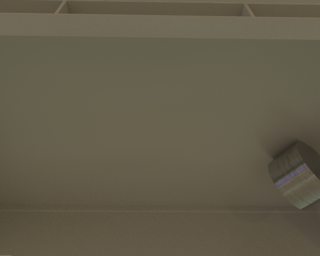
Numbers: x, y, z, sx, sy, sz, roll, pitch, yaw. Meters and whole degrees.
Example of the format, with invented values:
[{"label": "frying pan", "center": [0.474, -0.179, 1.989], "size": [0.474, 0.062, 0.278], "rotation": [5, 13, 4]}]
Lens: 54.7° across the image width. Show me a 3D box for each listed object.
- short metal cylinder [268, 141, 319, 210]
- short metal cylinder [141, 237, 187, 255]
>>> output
[{"label": "short metal cylinder", "center": [0.199, 0.066, 0.430], "size": [0.080, 0.080, 0.050], "rotation": [29, 124, -22]}, {"label": "short metal cylinder", "center": [0.007, 0.258, 0.595], "size": [0.080, 0.080, 0.050], "rotation": [-37, 121, 27]}]
